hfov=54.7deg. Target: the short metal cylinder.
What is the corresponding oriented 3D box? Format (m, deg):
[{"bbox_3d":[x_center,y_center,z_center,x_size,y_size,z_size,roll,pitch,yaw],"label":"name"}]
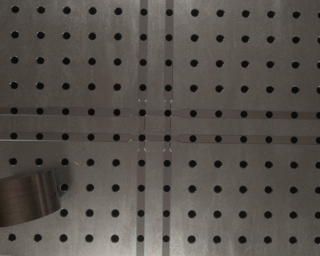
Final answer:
[{"bbox_3d":[-0.169,0.084,0.384,0.080,0.080,0.050,-11,90,0],"label":"short metal cylinder"}]
